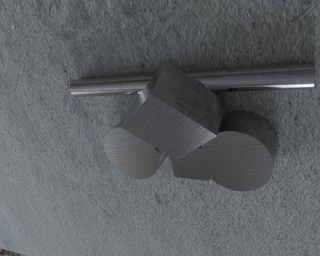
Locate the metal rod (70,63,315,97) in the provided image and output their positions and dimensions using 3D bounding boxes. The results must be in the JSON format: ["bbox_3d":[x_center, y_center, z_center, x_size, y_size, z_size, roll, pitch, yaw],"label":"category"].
[{"bbox_3d":[0.015,-0.053,0.367,0.300,0.025,0.025,1,119,27],"label":"metal rod"}]

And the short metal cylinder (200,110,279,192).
[{"bbox_3d":[0.093,0.026,0.359,0.080,0.050,0.079,13,124,21],"label":"short metal cylinder"}]

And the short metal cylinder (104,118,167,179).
[{"bbox_3d":[-0.027,0.022,0.419,0.080,0.050,0.079,13,124,21],"label":"short metal cylinder"}]

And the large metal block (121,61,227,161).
[{"bbox_3d":[0.014,-0.015,0.352,0.080,0.050,0.080,31,144,-13],"label":"large metal block"}]

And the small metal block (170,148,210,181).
[{"bbox_3d":[0.042,0.040,0.412,0.050,0.025,0.050,2,120,27],"label":"small metal block"}]
